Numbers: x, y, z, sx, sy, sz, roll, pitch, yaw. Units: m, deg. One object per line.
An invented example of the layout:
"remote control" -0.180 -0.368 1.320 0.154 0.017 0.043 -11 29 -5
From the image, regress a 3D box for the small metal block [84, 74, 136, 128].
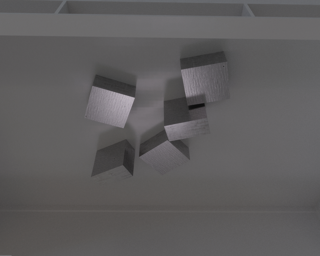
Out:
"small metal block" -0.061 -0.032 0.381 0.050 0.025 0.050 15 129 -13

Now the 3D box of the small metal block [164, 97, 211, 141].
"small metal block" 0.032 -0.014 0.381 0.050 0.050 0.025 -11 129 9

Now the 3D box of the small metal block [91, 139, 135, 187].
"small metal block" -0.064 0.049 0.434 0.050 0.050 0.025 -22 127 17

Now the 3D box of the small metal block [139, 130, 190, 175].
"small metal block" 0.007 0.034 0.438 0.050 0.025 0.050 -32 123 24

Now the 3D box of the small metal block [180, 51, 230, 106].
"small metal block" 0.053 -0.057 0.361 0.050 0.025 0.050 -9 130 7
